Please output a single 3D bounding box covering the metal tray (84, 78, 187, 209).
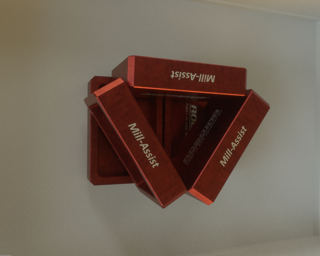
[{"bbox_3d":[-0.030,0.016,0.331,0.030,0.090,0.130,-33,101,-16],"label":"metal tray"}]

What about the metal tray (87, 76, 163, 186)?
[{"bbox_3d":[-0.044,0.003,0.391,0.091,0.030,0.129,0,89,-20],"label":"metal tray"}]

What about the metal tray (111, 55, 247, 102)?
[{"bbox_3d":[0.018,-0.051,0.348,0.131,0.090,0.030,2,90,-20],"label":"metal tray"}]

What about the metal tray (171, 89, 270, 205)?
[{"bbox_3d":[0.061,0.018,0.364,0.030,0.090,0.130,37,79,-16],"label":"metal tray"}]

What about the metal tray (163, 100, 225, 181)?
[{"bbox_3d":[0.043,0.005,0.422,0.091,0.030,0.129,1,89,-20],"label":"metal tray"}]
